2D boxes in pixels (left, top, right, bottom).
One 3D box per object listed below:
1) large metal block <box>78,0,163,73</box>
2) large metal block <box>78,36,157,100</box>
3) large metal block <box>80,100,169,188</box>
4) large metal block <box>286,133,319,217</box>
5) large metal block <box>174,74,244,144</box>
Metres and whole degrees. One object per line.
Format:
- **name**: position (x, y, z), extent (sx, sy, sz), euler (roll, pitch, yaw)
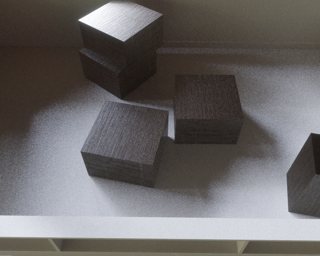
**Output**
- **large metal block**: position (-0.052, -0.133, 0.435), extent (0.080, 0.050, 0.080), euler (30, 56, 23)
- **large metal block**: position (-0.062, -0.100, 0.472), extent (0.080, 0.050, 0.080), euler (32, 57, 24)
- **large metal block**: position (-0.038, 0.018, 0.373), extent (0.080, 0.050, 0.080), euler (10, 51, 8)
- **large metal block**: position (0.187, 0.055, 0.324), extent (0.080, 0.080, 0.050), euler (9, 51, 8)
- **large metal block**: position (0.060, -0.025, 0.410), extent (0.080, 0.050, 0.080), euler (0, 50, 0)
